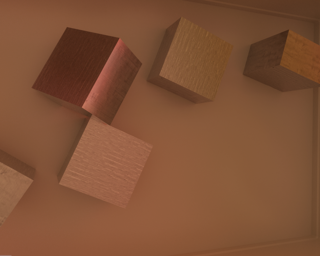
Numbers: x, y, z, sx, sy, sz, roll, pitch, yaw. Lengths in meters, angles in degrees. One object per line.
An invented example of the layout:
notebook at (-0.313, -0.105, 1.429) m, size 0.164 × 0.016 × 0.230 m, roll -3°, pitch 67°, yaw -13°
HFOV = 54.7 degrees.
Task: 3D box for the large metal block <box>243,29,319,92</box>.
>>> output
large metal block at (0.183, -0.093, 0.451) m, size 0.081 × 0.080 × 0.050 m, roll 18°, pitch 84°, yaw -20°

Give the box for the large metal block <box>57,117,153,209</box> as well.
large metal block at (-0.067, 0.040, 0.373) m, size 0.080 × 0.050 × 0.080 m, roll 26°, pitch 81°, yaw -19°

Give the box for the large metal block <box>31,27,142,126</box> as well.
large metal block at (-0.080, -0.058, 0.345) m, size 0.080 × 0.080 × 0.050 m, roll -64°, pitch 149°, yaw -9°

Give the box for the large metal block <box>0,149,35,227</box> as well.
large metal block at (-0.179, 0.048, 0.315) m, size 0.080 × 0.080 × 0.050 m, roll 35°, pitch 79°, yaw -17°

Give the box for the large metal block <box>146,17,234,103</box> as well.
large metal block at (0.039, -0.086, 0.413) m, size 0.080 × 0.050 × 0.080 m, roll 23°, pitch 82°, yaw -19°
